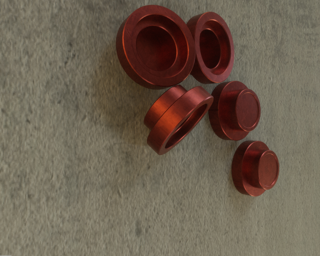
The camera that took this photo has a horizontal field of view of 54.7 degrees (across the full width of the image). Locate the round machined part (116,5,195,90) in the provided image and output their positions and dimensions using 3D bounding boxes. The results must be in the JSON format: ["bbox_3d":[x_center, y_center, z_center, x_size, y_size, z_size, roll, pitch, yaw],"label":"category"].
[{"bbox_3d":[-0.008,-0.095,0.381,0.099,0.042,0.097,3,84,-30],"label":"round machined part"}]

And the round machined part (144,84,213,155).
[{"bbox_3d":[0.018,-0.016,0.388,0.042,0.097,0.099,44,55,13],"label":"round machined part"}]

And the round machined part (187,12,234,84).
[{"bbox_3d":[0.063,-0.111,0.444,0.099,0.042,0.097,0,89,-46],"label":"round machined part"}]

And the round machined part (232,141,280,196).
[{"bbox_3d":[0.172,0.071,0.542,0.099,0.042,0.097,0,90,-40],"label":"round machined part"}]

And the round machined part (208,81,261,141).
[{"bbox_3d":[0.127,-0.028,0.503,0.099,0.042,0.097,0,90,-40],"label":"round machined part"}]
